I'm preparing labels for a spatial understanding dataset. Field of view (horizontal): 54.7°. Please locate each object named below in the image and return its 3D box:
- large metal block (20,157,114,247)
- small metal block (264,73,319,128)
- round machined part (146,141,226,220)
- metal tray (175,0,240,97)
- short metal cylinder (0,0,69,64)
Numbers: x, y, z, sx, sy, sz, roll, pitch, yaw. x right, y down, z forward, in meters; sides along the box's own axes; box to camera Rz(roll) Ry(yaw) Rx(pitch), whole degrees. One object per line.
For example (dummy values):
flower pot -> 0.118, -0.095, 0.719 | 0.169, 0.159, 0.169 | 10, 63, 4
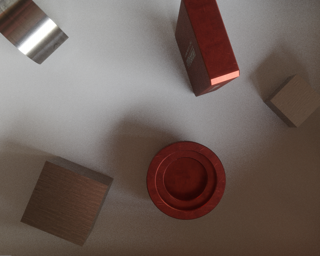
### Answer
large metal block -> -0.115, 0.091, 0.397 | 0.080, 0.050, 0.080 | 23, 90, -1
small metal block -> 0.178, -0.036, 0.414 | 0.050, 0.025, 0.050 | 45, 90, -1
round machined part -> 0.032, 0.065, 0.403 | 0.099, 0.042, 0.097 | 0, 90, -1
metal tray -> 0.049, -0.089, 0.360 | 0.030, 0.130, 0.090 | -19, 90, 0
short metal cylinder -> -0.161, -0.125, 0.382 | 0.050, 0.080, 0.080 | -44, 91, 0
